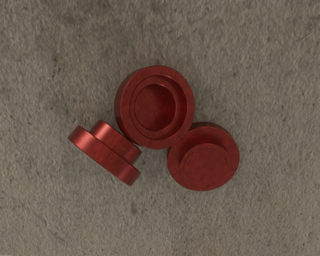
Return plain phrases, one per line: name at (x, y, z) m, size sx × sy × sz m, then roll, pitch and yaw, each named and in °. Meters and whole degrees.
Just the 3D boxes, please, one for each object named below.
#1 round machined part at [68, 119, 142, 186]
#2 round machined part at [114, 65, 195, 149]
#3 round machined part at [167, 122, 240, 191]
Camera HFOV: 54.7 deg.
round machined part at (-0.061, 0.026, 0.385) m, size 0.098 × 0.098 × 0.042 m, roll 40°, pitch 80°, yaw -14°
round machined part at (-0.010, -0.025, 0.376) m, size 0.099 × 0.042 × 0.097 m, roll -3°, pitch 95°, yaw -29°
round machined part at (0.059, 0.044, 0.418) m, size 0.099 × 0.042 × 0.097 m, roll 0°, pitch 110°, yaw -1°
